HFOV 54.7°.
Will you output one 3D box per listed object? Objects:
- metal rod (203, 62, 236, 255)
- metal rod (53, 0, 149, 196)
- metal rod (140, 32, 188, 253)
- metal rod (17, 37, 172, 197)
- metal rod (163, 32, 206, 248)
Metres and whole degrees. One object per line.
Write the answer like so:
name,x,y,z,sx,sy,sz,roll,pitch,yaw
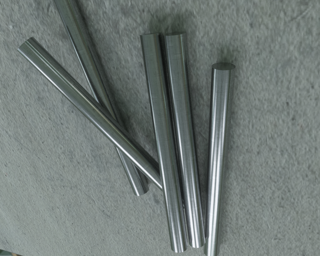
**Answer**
metal rod,0.074,0.062,0.405,0.025,0.025,0.298,11,123,22
metal rod,-0.073,-0.033,0.422,0.025,0.025,0.298,-5,116,30
metal rod,0.009,0.033,0.397,0.025,0.025,0.298,3,113,26
metal rod,-0.061,0.005,0.410,0.025,0.025,0.300,-30,111,37
metal rod,0.035,0.033,0.395,0.025,0.025,0.298,4,117,26
